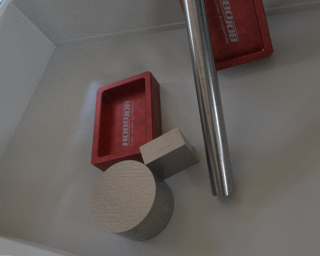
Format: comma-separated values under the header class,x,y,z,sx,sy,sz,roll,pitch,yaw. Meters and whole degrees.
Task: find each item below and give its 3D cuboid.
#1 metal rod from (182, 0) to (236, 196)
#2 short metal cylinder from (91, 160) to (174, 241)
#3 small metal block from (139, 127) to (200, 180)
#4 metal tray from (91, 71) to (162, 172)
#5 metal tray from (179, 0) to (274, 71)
class,x,y,z,sx,sy,sz,roll,pitch,yaw
metal rod,0.046,-0.078,0.335,0.025,0.025,0.298,-9,88,23
short metal cylinder,-0.031,0.083,0.353,0.080,0.050,0.080,-13,56,21
small metal block,0.012,0.031,0.363,0.050,0.050,0.025,-29,52,9
metal tray,-0.045,-0.010,0.430,0.090,0.030,0.130,-15,55,19
metal tray,0.080,-0.142,0.383,0.090,0.129,0.030,-13,26,22
